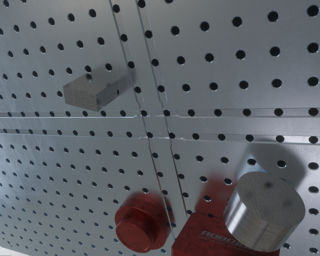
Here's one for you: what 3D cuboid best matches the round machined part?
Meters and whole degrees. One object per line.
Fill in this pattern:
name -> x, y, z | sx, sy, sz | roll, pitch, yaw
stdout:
round machined part -> -0.036, 0.172, 0.526 | 0.098, 0.042, 0.097 | 13, 124, 21

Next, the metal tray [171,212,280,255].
metal tray -> 0.091, 0.167, 0.421 | 0.130, 0.090, 0.030 | 10, 113, 22

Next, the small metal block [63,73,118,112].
small metal block -> -0.091, -0.049, 0.413 | 0.050, 0.050, 0.025 | 15, 125, 20

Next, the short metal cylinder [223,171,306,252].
short metal cylinder -> 0.123, 0.099, 0.372 | 0.080, 0.080, 0.050 | 24, 127, 13
